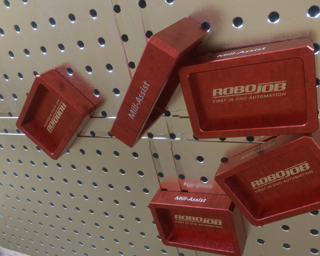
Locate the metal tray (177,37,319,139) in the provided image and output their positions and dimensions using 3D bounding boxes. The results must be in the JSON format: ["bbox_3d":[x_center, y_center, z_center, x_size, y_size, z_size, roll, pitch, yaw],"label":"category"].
[{"bbox_3d":[0.093,-0.037,0.328,0.130,0.030,0.090,-4,117,25],"label":"metal tray"}]

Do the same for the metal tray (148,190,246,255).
[{"bbox_3d":[0.056,0.142,0.466,0.130,0.030,0.090,-2,117,29],"label":"metal tray"}]

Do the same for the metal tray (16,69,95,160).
[{"bbox_3d":[-0.167,-0.017,0.486,0.090,0.030,0.129,42,129,-1],"label":"metal tray"}]

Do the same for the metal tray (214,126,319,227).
[{"bbox_3d":[0.143,0.061,0.370,0.130,0.030,0.090,-34,100,38],"label":"metal tray"}]

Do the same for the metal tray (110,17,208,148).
[{"bbox_3d":[-0.002,-0.048,0.340,0.030,0.090,0.129,34,129,6],"label":"metal tray"}]
